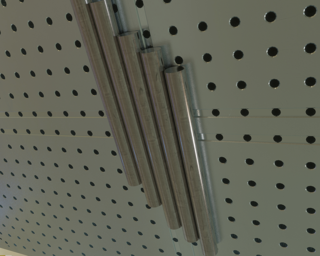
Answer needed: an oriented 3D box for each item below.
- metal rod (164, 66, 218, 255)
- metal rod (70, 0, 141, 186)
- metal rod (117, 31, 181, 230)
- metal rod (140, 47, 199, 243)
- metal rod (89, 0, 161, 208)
[{"bbox_3d":[0.048,0.063,0.423,0.025,0.025,0.298,1,119,27],"label":"metal rod"},{"bbox_3d":[-0.068,-0.048,0.415,0.025,0.025,0.298,1,119,27],"label":"metal rod"},{"bbox_3d":[-0.007,0.021,0.425,0.025,0.025,0.298,1,119,27],"label":"metal rod"},{"bbox_3d":[0.020,0.040,0.424,0.025,0.025,0.298,1,119,27],"label":"metal rod"},{"bbox_3d":[-0.038,-0.015,0.419,0.025,0.025,0.298,1,119,27],"label":"metal rod"}]
